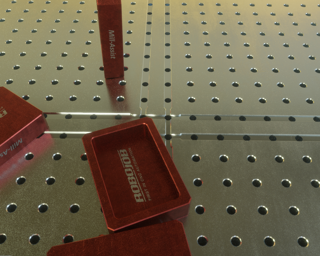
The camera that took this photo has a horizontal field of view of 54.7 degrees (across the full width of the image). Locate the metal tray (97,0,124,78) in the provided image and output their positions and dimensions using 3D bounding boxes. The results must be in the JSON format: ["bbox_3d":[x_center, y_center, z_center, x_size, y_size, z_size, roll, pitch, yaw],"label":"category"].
[{"bbox_3d":[-0.076,-0.151,0.464,0.030,0.129,0.090,-6,51,-10],"label":"metal tray"}]

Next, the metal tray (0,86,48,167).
[{"bbox_3d":[-0.224,0.009,0.394,0.090,0.030,0.131,29,55,22],"label":"metal tray"}]

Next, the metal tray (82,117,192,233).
[{"bbox_3d":[-0.031,0.052,0.360,0.091,0.030,0.130,-16,52,-14],"label":"metal tray"}]

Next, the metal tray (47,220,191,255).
[{"bbox_3d":[-0.033,0.144,0.283,0.131,0.030,0.090,-10,51,-9],"label":"metal tray"}]
